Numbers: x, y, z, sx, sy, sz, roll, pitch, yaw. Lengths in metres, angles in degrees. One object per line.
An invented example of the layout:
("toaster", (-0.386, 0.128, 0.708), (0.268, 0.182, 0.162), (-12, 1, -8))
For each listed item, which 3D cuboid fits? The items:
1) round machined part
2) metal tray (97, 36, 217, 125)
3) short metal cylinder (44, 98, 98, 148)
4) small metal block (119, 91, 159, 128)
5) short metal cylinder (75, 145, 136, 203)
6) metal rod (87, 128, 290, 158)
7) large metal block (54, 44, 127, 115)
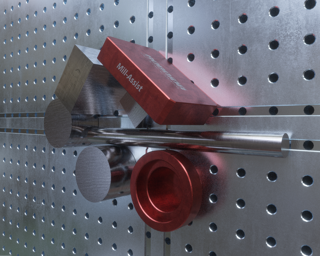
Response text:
("round machined part", (0.012, 0.075, 0.389), (0.098, 0.042, 0.097), (0, 90, 40))
("metal tray", (-0.004, -0.056, 0.370), (0.130, 0.091, 0.030), (48, 119, 29))
("short metal cylinder", (-0.149, -0.008, 0.515), (0.080, 0.050, 0.080), (0, 90, 40))
("small metal block", (-0.023, -0.035, 0.429), (0.050, 0.025, 0.050), (-46, 63, 30))
("short metal cylinder", (-0.080, 0.066, 0.459), (0.080, 0.050, 0.080), (0, 90, 40))
("metal rod", (0.009, 0.015, 0.402), (0.300, 0.025, 0.025), (1, 91, 40))
("large metal block", (-0.093, -0.066, 0.451), (0.050, 0.081, 0.080), (46, 117, 29))
